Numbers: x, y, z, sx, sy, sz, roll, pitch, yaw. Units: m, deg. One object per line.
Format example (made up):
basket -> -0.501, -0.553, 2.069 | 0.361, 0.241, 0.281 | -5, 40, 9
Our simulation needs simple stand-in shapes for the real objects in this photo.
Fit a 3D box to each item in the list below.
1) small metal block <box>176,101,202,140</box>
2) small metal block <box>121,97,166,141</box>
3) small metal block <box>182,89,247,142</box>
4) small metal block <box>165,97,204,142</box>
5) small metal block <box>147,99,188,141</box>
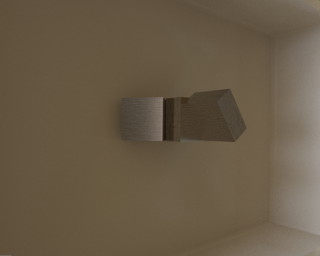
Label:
small metal block -> 0.038, -0.009, 0.417 | 0.025, 0.050, 0.050 | 1, 90, -6
small metal block -> -0.017, -0.010, 0.370 | 0.025, 0.050, 0.050 | 2, 89, -74
small metal block -> 0.059, -0.013, 0.339 | 0.025, 0.050, 0.050 | -42, 116, -31
small metal block -> 0.034, -0.009, 0.366 | 0.050, 0.025, 0.050 | 1, 89, -40
small metal block -> 0.009, -0.009, 0.395 | 0.025, 0.050, 0.050 | 1, 89, -40
